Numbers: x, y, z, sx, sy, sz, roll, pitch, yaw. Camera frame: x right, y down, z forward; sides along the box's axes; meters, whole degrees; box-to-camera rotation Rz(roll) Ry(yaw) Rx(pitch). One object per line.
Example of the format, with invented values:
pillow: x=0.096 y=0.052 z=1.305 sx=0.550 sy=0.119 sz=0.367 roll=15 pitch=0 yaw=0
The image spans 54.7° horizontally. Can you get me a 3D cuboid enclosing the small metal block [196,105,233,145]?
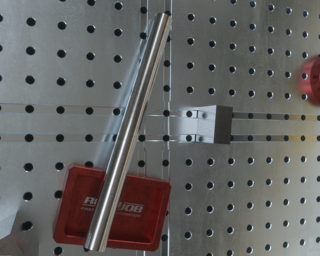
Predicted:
small metal block: x=0.074 y=-0.004 z=0.428 sx=0.025 sy=0.050 sz=0.050 roll=5 pitch=88 yaw=-20

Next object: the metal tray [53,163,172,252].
metal tray: x=-0.058 y=0.100 z=0.389 sx=0.131 sy=0.030 sz=0.090 roll=14 pitch=85 yaw=-20

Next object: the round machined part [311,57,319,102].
round machined part: x=0.307 y=-0.083 z=0.519 sx=0.099 sy=0.042 sz=0.097 roll=0 pitch=90 yaw=-21

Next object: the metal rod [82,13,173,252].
metal rod: x=-0.034 y=-0.007 z=0.378 sx=0.025 sy=0.025 sz=0.299 roll=21 pitch=75 yaw=-19

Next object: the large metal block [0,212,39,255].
large metal block: x=-0.176 y=0.139 z=0.319 sx=0.080 sy=0.080 sz=0.050 roll=-30 pitch=100 yaw=-18
